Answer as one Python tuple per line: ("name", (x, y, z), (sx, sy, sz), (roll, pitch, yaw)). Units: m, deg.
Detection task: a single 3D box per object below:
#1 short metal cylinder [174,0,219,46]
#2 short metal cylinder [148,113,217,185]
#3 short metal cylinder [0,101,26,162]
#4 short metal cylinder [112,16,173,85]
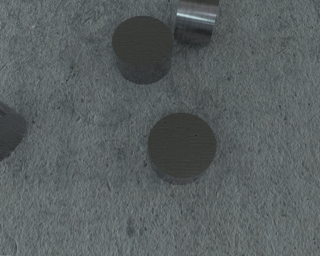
("short metal cylinder", (0.053, -0.160, 0.438), (0.050, 0.080, 0.080), (12, 71, 4))
("short metal cylinder", (0.026, 0.027, 0.385), (0.081, 0.050, 0.080), (0, 70, 0))
("short metal cylinder", (-0.214, 0.003, 0.376), (0.050, 0.080, 0.080), (35, 74, 11))
("short metal cylinder", (-0.023, -0.108, 0.434), (0.081, 0.050, 0.080), (0, 70, 0))
